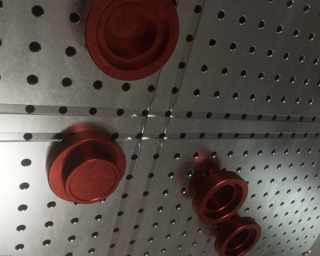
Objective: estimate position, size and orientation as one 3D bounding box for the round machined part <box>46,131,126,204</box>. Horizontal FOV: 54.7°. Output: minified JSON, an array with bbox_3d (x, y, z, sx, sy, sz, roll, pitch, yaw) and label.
[{"bbox_3d":[-0.089,0.056,0.388,0.099,0.042,0.097,-14,124,-21],"label":"round machined part"}]

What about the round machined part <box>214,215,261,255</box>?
[{"bbox_3d":[0.149,0.213,0.617,0.099,0.042,0.097,-14,125,-21],"label":"round machined part"}]

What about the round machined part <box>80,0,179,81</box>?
[{"bbox_3d":[-0.033,-0.102,0.320,0.099,0.042,0.097,-14,125,-21],"label":"round machined part"}]

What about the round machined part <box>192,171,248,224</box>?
[{"bbox_3d":[0.096,0.112,0.525,0.099,0.042,0.097,-14,125,-21],"label":"round machined part"}]
